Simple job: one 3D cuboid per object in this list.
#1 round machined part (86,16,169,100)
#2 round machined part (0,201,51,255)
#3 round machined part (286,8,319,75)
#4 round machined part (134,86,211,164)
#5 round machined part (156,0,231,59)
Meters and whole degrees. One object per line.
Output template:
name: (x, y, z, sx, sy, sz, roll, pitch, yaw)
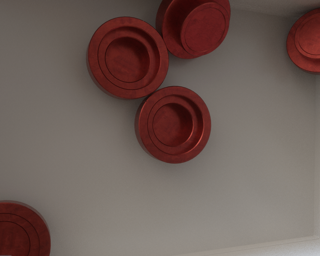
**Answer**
round machined part: (-0.042, -0.083, 0.386, 0.099, 0.042, 0.097, 0, 90, -20)
round machined part: (-0.171, 0.128, 0.335, 0.099, 0.042, 0.097, 2, 84, -19)
round machined part: (0.238, -0.131, 0.457, 0.042, 0.098, 0.097, 5, 88, -57)
round machined part: (0.014, -0.004, 0.406, 0.099, 0.042, 0.097, 0, 90, -20)
round machined part: (0.048, -0.131, 0.392, 0.099, 0.042, 0.097, -16, 134, -17)
